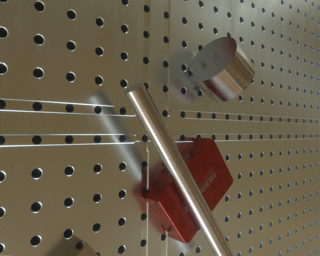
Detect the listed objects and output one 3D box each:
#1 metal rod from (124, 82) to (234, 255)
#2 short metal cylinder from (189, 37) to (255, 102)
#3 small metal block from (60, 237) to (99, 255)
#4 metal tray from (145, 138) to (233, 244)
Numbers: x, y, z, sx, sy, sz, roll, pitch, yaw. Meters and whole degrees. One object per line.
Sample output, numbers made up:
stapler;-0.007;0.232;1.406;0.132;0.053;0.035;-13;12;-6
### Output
metal rod;0.036;0.077;0.401;0.025;0.025;0.299;-43;116;-32
short metal cylinder;0.089;-0.085;0.450;0.050;0.080;0.080;39;66;-34
small metal block;-0.088;0.158;0.337;0.050;0.025;0.050;-46;118;-30
metal tray;0.047;0.086;0.448;0.131;0.030;0.090;-44;117;-31
